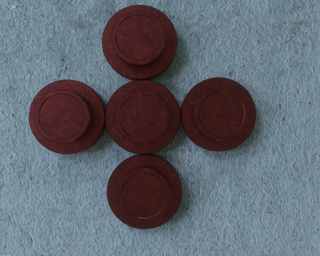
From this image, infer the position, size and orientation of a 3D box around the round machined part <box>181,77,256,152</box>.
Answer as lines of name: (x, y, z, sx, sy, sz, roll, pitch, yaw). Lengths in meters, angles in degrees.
round machined part: (0.077, -0.018, 0.404, 0.099, 0.042, 0.097, 0, 90, -1)

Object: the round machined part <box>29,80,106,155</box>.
round machined part: (-0.121, -0.014, 0.401, 0.099, 0.042, 0.097, 0, 90, -1)

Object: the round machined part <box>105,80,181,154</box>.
round machined part: (-0.022, -0.014, 0.402, 0.099, 0.042, 0.097, 0, 90, -1)

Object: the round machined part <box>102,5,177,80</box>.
round machined part: (-0.027, -0.112, 0.402, 0.099, 0.042, 0.097, 0, 90, -1)

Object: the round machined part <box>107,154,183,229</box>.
round machined part: (-0.020, 0.083, 0.402, 0.099, 0.042, 0.097, 0, 90, -1)
